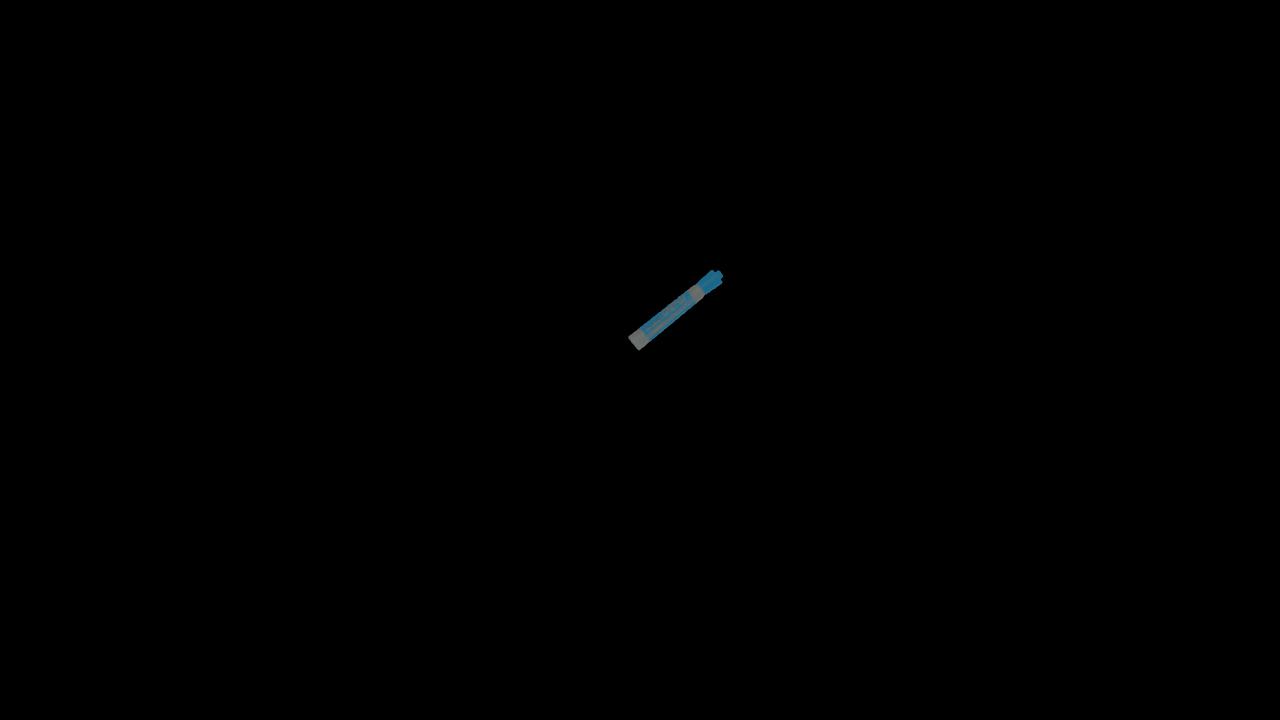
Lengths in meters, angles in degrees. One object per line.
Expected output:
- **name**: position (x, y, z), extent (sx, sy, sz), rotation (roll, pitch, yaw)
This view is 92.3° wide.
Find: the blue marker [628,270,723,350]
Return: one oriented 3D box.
- **blue marker**: position (0.040, -0.055, 0.655), extent (0.121, 0.020, 0.020), rotation (-39, 3, -4)
